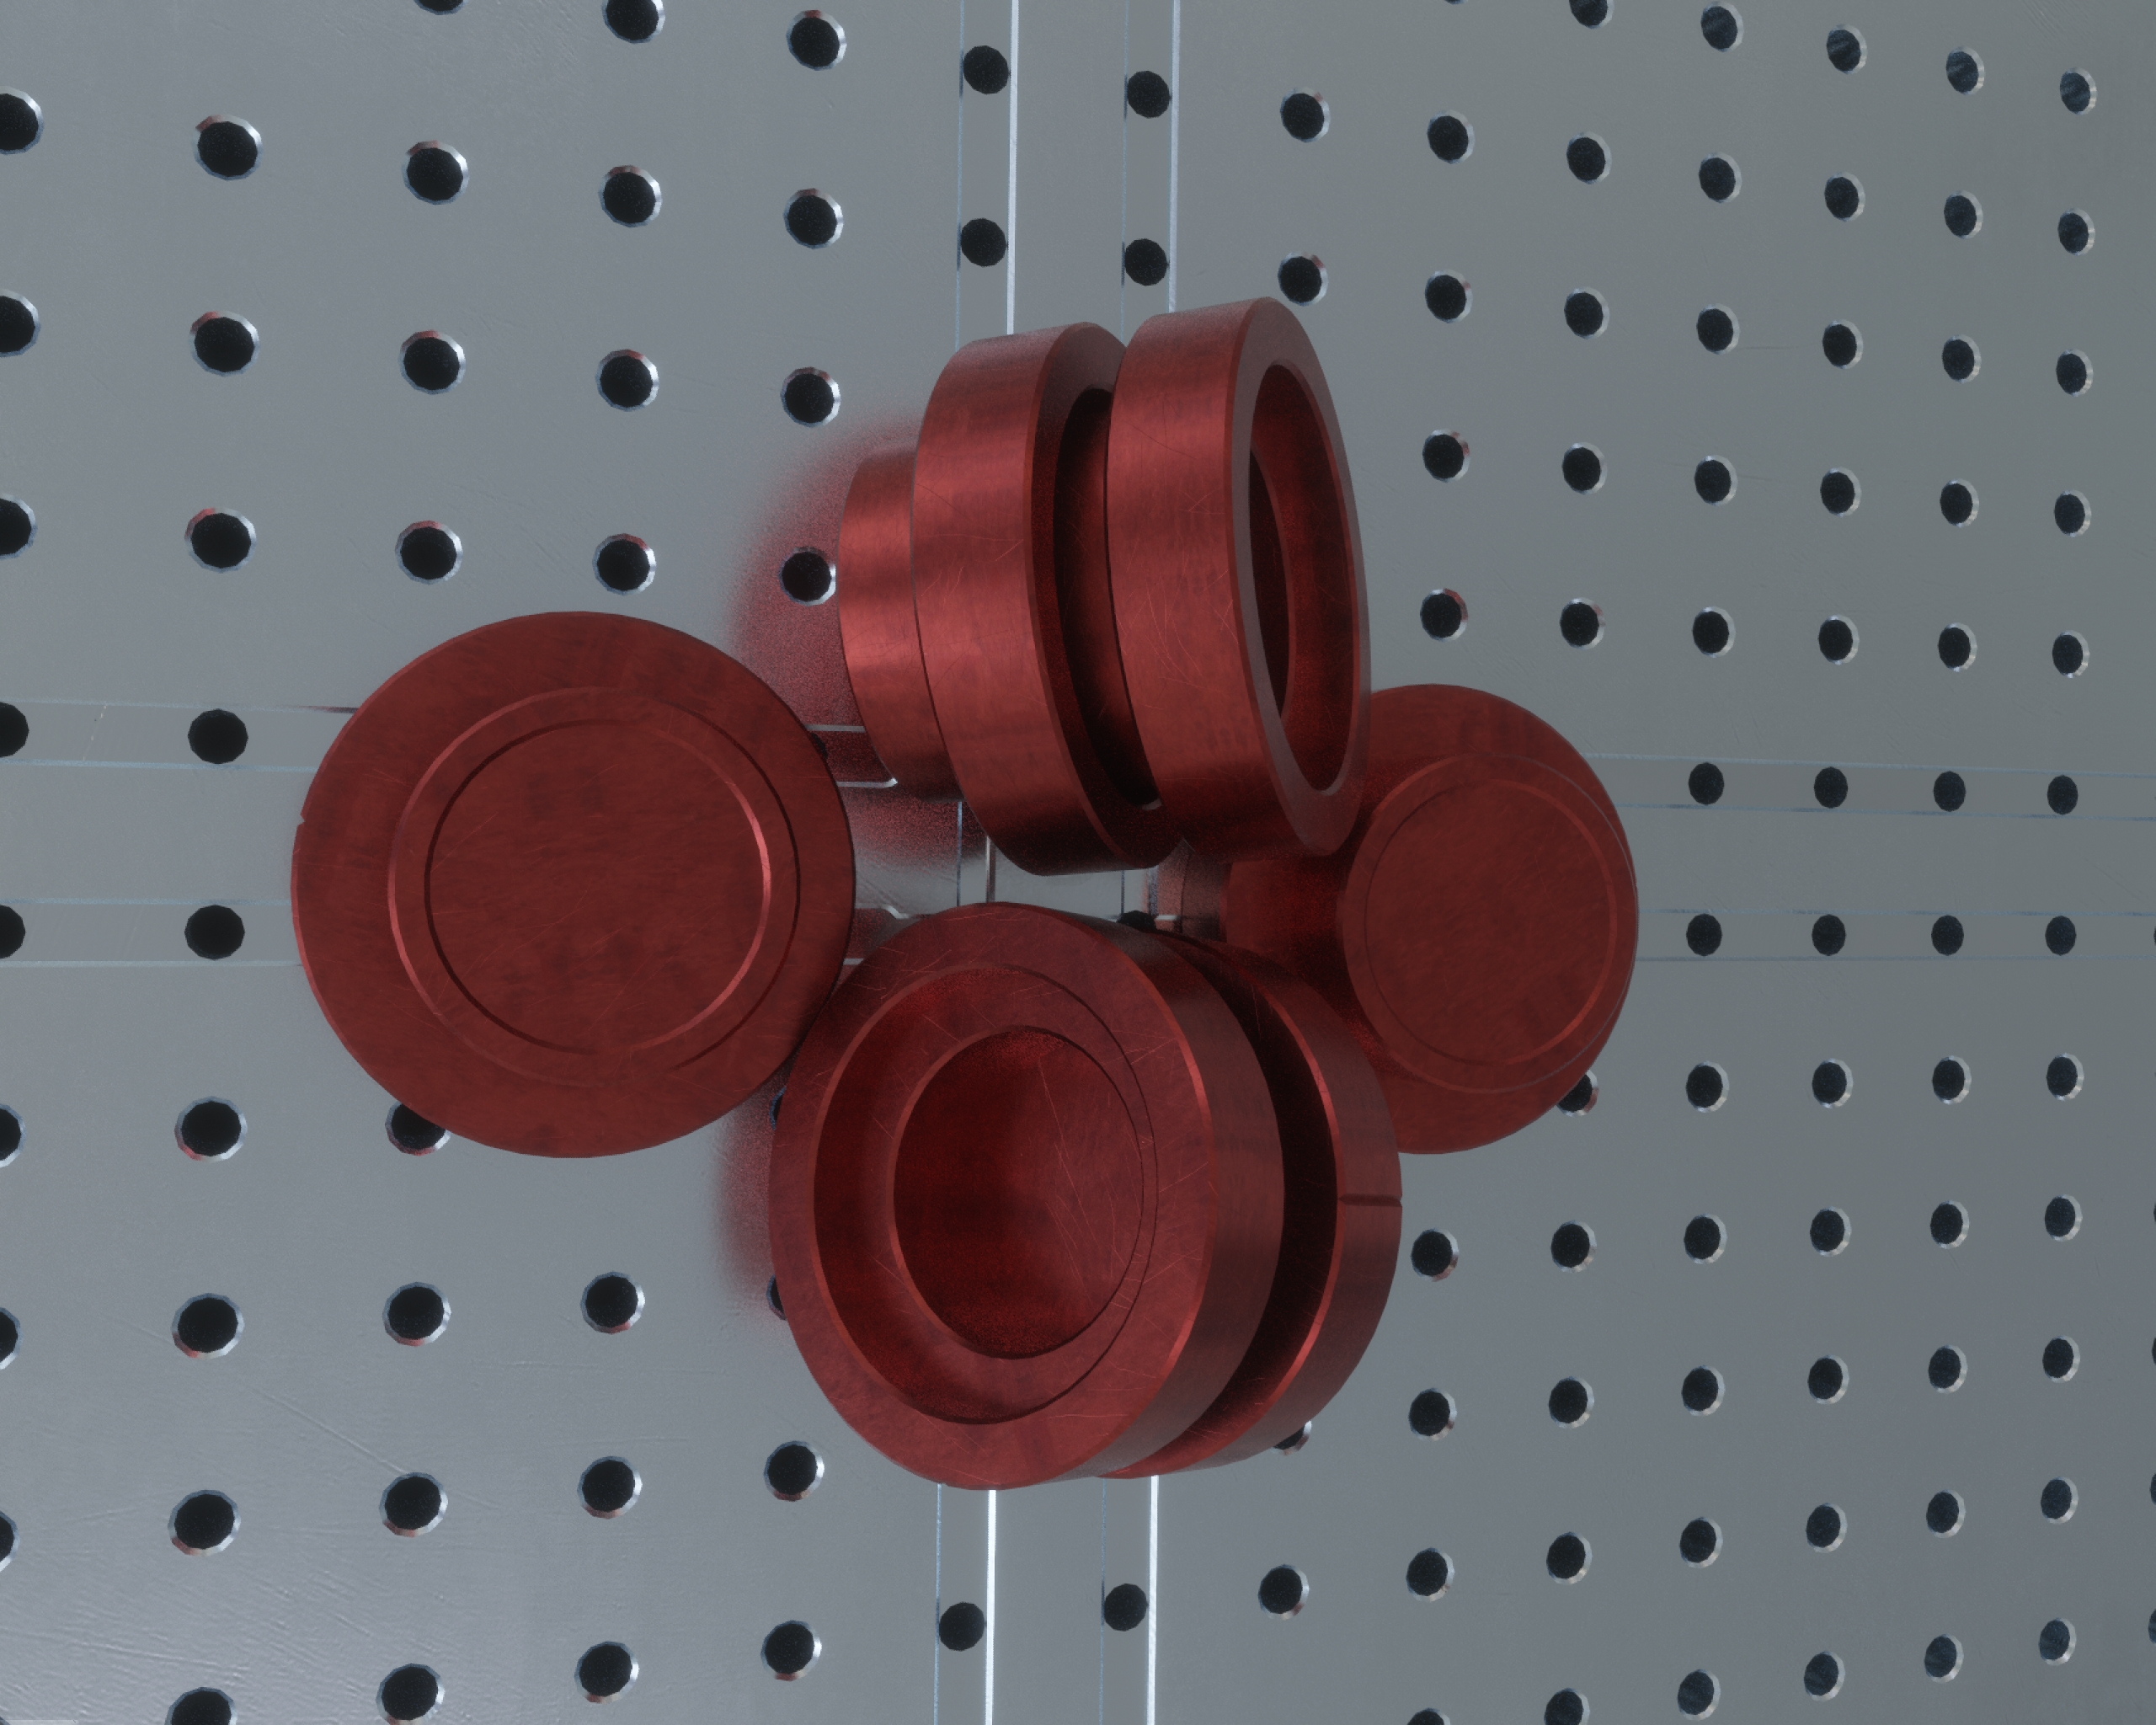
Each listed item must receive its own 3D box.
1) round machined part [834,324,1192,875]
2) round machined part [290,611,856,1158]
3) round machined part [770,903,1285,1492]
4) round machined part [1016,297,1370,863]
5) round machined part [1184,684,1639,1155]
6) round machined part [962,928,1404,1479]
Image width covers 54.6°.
[{"bbox_3d":[-0.011,-0.046,0.382,0.042,0.098,0.097,-5,92,20],"label":"round machined part"},{"bbox_3d":[-0.087,0.004,0.371,0.099,0.042,0.097,0,90,-20],"label":"round machined part"},{"bbox_3d":[-0.005,0.058,0.367,0.042,0.098,0.098,13,85,-52],"label":"round machined part"},{"bbox_3d":[0.021,-0.048,0.374,0.042,0.098,0.097,-5,92,20],"label":"round machined part"},{"bbox_3d":[0.075,0.012,0.431,0.099,0.042,0.097,0,90,-20],"label":"round machined part"},{"bbox_3d":[0.018,0.063,0.390,0.042,0.098,0.098,14,85,-51],"label":"round machined part"}]
